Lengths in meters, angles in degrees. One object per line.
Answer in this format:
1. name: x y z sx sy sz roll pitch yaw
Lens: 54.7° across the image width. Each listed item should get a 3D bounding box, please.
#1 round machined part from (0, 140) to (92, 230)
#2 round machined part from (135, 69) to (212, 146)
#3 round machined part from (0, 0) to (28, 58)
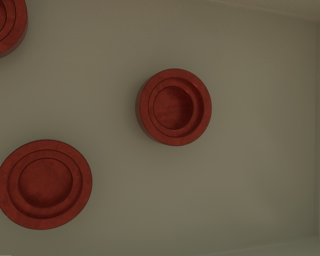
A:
1. round machined part: -0.130 0.061 0.354 0.099 0.042 0.097 0 90 -20
2. round machined part: 0.015 -0.026 0.407 0.099 0.042 0.097 0 90 -20
3. round machined part: -0.194 -0.119 0.330 0.099 0.042 0.097 0 90 -20
